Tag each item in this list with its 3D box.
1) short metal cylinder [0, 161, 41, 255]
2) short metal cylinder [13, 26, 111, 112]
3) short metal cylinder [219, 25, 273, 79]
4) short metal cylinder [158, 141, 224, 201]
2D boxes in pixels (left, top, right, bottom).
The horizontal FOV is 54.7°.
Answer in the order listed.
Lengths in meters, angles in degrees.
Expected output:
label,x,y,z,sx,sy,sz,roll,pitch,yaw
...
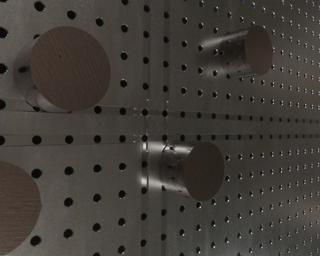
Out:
label,x,y,z,sx,sy,sz,roll,pitch,yaw
short metal cylinder,-0.152,0.066,0.266,0.081,0.050,0.079,0,90,-40
short metal cylinder,-0.098,-0.056,0.312,0.081,0.050,0.079,0,90,-40
short metal cylinder,0.144,-0.125,0.516,0.081,0.050,0.079,0,90,-40
short metal cylinder,0.045,0.058,0.433,0.081,0.050,0.079,0,90,-40
